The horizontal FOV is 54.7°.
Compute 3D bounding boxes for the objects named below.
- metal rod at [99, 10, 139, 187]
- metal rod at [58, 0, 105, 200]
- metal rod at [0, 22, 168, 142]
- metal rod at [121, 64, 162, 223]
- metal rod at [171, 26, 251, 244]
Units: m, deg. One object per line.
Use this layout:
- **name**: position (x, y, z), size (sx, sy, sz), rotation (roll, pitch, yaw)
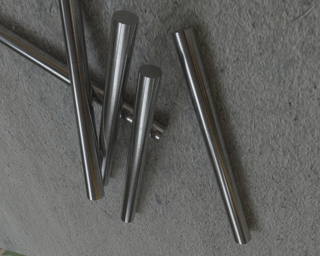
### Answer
- **metal rod**: position (-0.064, -0.009, 0.403), size (0.025, 0.025, 0.298), rotation (29, 138, 10)
- **metal rod**: position (-0.101, -0.043, 0.400), size (0.025, 0.025, 0.298), rotation (6, 111, 25)
- **metal rod**: position (-0.123, -0.071, 0.427), size (0.301, 0.025, 0.025), rotation (32, 129, 7)
- **metal rod**: position (-0.033, 0.046, 0.427), size (0.025, 0.025, 0.298), rotation (25, 135, 13)
- **metal rod**: position (0.070, 0.026, 0.385), size (0.025, 0.025, 0.298), rotation (-6, 116, 31)
